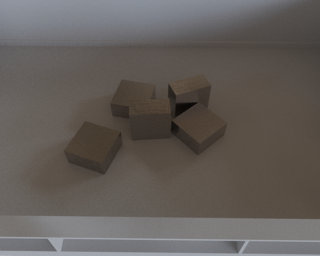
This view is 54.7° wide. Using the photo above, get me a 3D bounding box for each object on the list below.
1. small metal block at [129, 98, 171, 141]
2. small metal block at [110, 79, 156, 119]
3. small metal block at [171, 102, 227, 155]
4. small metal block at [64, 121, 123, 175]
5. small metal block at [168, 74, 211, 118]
[{"bbox_3d":[-0.013,-0.010,0.397,0.050,0.050,0.025,-3,50,-3],"label":"small metal block"},{"bbox_3d":[-0.037,-0.039,0.438,0.050,0.025,0.050,10,51,8],"label":"small metal block"},{"bbox_3d":[0.050,0.000,0.405,0.050,0.025,0.050,-34,58,-25],"label":"small metal block"},{"bbox_3d":[-0.081,0.024,0.384,0.050,0.025,0.050,16,52,13],"label":"small metal block"},{"bbox_3d":[0.039,-0.041,0.423,0.050,0.050,0.025,-17,52,-14],"label":"small metal block"}]
